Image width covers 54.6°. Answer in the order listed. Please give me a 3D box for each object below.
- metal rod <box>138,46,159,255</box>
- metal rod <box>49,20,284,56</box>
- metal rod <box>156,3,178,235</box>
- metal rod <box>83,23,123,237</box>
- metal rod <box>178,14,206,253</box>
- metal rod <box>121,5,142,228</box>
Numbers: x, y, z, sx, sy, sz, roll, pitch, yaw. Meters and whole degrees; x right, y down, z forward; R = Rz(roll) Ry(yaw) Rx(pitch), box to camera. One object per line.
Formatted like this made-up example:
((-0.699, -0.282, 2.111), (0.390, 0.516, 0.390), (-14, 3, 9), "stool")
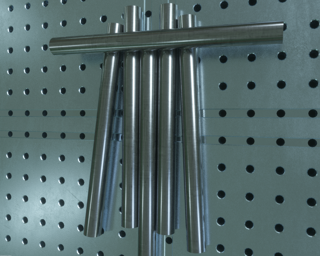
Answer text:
((-0.016, 0.041, 0.418), (0.025, 0.025, 0.298), (1, 91, 20), "metal rod")
((-0.007, -0.110, 0.389), (0.301, 0.025, 0.025), (2, 91, 20), "metal rod")
((0.010, -0.011, 0.411), (0.025, 0.025, 0.298), (1, 90, 20), "metal rod")
((-0.079, 0.004, 0.440), (0.025, 0.025, 0.298), (8, 93, 20), "metal rod")
((0.041, 0.007, 0.399), (0.025, 0.025, 0.298), (-3, 89, 20), "metal rod")
((-0.039, -0.015, 0.427), (0.025, 0.025, 0.298), (1, 90, 20), "metal rod")
